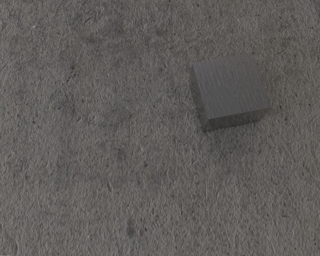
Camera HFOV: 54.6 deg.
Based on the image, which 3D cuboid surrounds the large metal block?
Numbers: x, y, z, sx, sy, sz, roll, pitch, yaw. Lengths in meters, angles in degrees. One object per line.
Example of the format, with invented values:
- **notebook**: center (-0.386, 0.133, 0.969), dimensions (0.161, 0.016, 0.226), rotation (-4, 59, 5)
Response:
- **large metal block**: center (0.089, -0.046, 0.412), dimensions (0.080, 0.050, 0.080), rotation (-11, 70, -4)
